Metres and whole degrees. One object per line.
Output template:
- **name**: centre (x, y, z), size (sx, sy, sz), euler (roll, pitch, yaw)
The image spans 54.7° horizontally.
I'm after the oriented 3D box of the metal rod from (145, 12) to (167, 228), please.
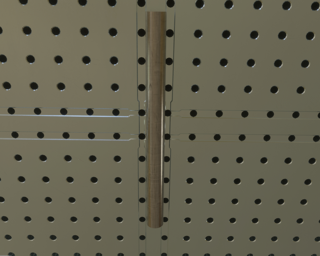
- **metal rod**: centre (-0.006, 0.003, 0.414), size (0.025, 0.025, 0.298), euler (0, 110, -1)
